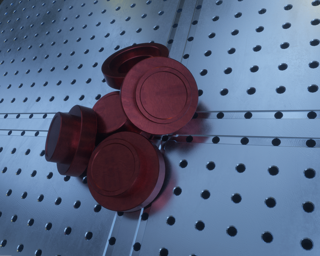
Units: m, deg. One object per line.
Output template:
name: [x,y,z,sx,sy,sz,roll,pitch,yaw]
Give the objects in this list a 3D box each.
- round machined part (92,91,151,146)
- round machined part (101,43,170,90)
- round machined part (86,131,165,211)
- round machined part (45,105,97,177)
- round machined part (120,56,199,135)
round machined part: [-0.059,-0.013,0.433,0.098,0.042,0.098,-13,56,20]
round machined part: [-0.031,-0.082,0.447,0.098,0.042,0.098,-10,38,8]
round machined part: [-0.047,0.050,0.374,0.098,0.042,0.098,-6,71,20]
round machined part: [-0.125,0.015,0.421,0.098,0.042,0.098,-29,54,50]
round machined part: [0.001,-0.040,0.382,0.098,0.098,0.042,-47,10,-5]
